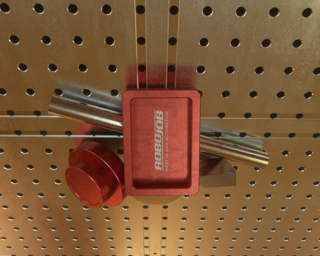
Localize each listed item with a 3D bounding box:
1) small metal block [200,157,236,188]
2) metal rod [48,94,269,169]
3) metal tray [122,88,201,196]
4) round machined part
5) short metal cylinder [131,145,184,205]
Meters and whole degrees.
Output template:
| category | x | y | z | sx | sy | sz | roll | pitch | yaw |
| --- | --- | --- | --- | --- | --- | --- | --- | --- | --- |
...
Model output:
| category | x | y | z | sx | sy | sz | roll | pitch | yaw |
| --- | --- | --- | --- | --- | --- | --- | --- | --- | --- |
| small metal block | 0.078 | 0.066 | 0.449 | 0.050 | 0.025 | 0.050 | -11 | 148 | 30 |
| metal rod | 0.008 | 0.009 | 0.414 | 0.302 | 0.025 | 0.025 | 15 | 129 | -13 |
| metal tray | 0.002 | 0.017 | 0.379 | 0.091 | 0.030 | 0.129 | -1 | 101 | -1 |
| round machined part | -0.090 | 0.070 | 0.424 | 0.098 | 0.042 | 0.097 | 20 | 130 | 26 |
| short metal cylinder | -0.005 | 0.066 | 0.446 | 0.081 | 0.050 | 0.079 | 0 | 130 | 0 |
